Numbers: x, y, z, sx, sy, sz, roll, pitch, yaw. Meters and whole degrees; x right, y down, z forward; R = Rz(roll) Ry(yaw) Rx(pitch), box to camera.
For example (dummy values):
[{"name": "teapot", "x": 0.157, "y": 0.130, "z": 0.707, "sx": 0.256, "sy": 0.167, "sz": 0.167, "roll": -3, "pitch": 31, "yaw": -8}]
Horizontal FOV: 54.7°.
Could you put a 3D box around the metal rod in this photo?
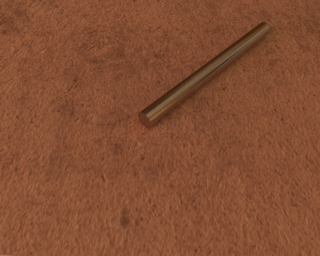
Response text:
[{"name": "metal rod", "x": 0.083, "y": -0.094, "z": 0.483, "sx": 0.025, "sy": 0.025, "sz": 0.302, "roll": 36, "pitch": 58, "yaw": 26}]
